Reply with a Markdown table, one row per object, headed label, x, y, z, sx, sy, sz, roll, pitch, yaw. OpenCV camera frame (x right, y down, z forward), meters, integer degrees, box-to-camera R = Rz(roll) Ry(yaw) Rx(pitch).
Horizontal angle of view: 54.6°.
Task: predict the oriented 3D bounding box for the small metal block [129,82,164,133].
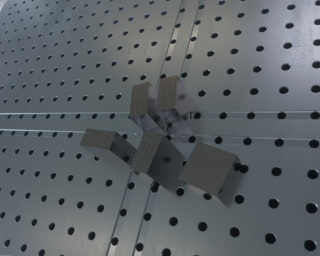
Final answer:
| label | x | y | z | sx | sy | sz | roll | pitch | yaw |
| --- | --- | --- | --- | --- | --- | --- | --- | --- | --- |
| small metal block | -0.016 | -0.025 | 0.417 | 0.025 | 0.050 | 0.050 | -12 | 57 | 22 |

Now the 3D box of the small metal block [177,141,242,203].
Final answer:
| label | x | y | z | sx | sy | sz | roll | pitch | yaw |
| --- | --- | --- | --- | --- | --- | --- | --- | --- | --- |
| small metal block | 0.056 | 0.049 | 0.349 | 0.050 | 0.025 | 0.050 | 19 | 72 | 35 |

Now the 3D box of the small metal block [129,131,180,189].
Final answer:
| label | x | y | z | sx | sy | sz | roll | pitch | yaw |
| --- | --- | --- | --- | --- | --- | --- | --- | --- | --- |
| small metal block | -0.005 | 0.038 | 0.372 | 0.025 | 0.050 | 0.050 | 11 | 67 | 33 |

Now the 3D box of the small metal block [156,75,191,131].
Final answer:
| label | x | y | z | sx | sy | sz | roll | pitch | yaw |
| --- | --- | --- | --- | --- | --- | --- | --- | --- | --- |
| small metal block | 0.019 | -0.032 | 0.402 | 0.025 | 0.050 | 0.050 | -8 | 58 | 24 |

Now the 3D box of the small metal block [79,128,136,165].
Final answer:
| label | x | y | z | sx | sy | sz | roll | pitch | yaw |
| --- | --- | --- | --- | --- | --- | --- | --- | --- | --- |
| small metal block | -0.069 | 0.025 | 0.414 | 0.050 | 0.050 | 0.025 | 6 | 65 | 31 |
